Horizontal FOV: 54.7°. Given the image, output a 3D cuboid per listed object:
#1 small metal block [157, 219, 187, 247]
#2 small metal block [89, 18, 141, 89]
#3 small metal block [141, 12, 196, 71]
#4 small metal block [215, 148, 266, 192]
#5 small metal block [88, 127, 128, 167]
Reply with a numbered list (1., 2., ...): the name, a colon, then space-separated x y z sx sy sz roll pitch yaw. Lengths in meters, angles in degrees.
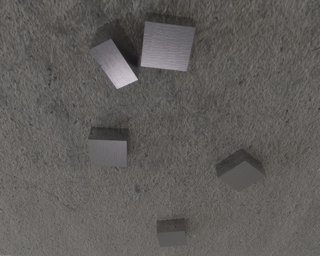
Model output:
1. small metal block: 0.022 0.195 0.573 0.050 0.025 0.050 -6 130 5
2. small metal block: -0.045 -0.078 0.324 0.025 0.050 0.050 -22 127 17
3. small metal block: 0.007 -0.091 0.330 0.050 0.025 0.050 5 130 -5
4. small metal block: 0.120 0.064 0.463 0.050 0.025 0.050 35 122 -26
5. small metal block: -0.070 0.027 0.429 0.050 0.025 0.050 2 130 -3
